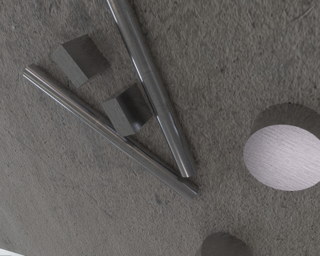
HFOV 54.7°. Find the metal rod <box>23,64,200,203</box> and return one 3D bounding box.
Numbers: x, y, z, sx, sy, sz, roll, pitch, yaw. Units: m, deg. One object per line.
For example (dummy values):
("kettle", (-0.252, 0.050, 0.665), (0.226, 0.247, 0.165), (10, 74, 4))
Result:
("metal rod", (-0.071, 0.006, 0.447), (0.300, 0.025, 0.025), (37, 129, 3))

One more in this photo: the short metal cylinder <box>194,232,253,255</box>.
("short metal cylinder", (0.089, 0.201, 0.448), (0.080, 0.080, 0.050), (27, 128, 11))

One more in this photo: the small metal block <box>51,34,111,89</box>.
("small metal block", (-0.098, -0.085, 0.390), (0.025, 0.050, 0.050), (-29, 102, 38))

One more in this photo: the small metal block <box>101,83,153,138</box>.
("small metal block", (-0.041, -0.023, 0.398), (0.025, 0.050, 0.050), (-15, 111, 34))

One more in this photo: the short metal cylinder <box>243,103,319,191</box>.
("short metal cylinder", (0.135, 0.020, 0.332), (0.080, 0.050, 0.079), (13, 124, 21))

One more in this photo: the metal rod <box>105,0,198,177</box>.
("metal rod", (-0.016, -0.069, 0.372), (0.025, 0.025, 0.299), (-10, 114, 32))
